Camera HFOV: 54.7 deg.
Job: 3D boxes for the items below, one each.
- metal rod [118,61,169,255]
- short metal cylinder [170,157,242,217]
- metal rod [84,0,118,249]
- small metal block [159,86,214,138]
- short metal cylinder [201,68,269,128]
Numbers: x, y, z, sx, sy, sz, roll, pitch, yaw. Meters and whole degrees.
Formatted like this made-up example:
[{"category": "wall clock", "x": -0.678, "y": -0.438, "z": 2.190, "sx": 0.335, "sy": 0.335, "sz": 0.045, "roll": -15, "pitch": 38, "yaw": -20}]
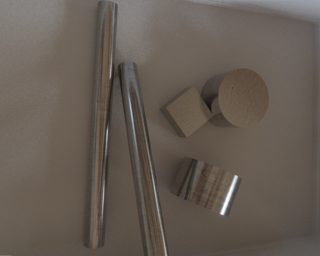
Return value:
[{"category": "metal rod", "x": -0.017, "y": 0.057, "z": 0.339, "sx": 0.025, "sy": 0.025, "sz": 0.299, "roll": -2, "pitch": 65, "yaw": -20}, {"category": "short metal cylinder", "x": 0.060, "y": 0.076, "z": 0.405, "sx": 0.080, "sy": 0.080, "sz": 0.050, "roll": 25, "pitch": 82, "yaw": -19}, {"category": "metal rod", "x": -0.073, "y": -0.005, "z": 0.384, "sx": 0.025, "sy": 0.025, "sz": 0.298, "roll": 3, "pitch": 89, "yaw": -20}, {"category": "small metal block", "x": 0.036, "y": -0.022, "z": 0.425, "sx": 0.050, "sy": 0.025, "sz": 0.050, "roll": -39, "pitch": 103, "yaw": -16}, {"category": "short metal cylinder", "x": 0.104, "y": -0.040, "z": 0.437, "sx": 0.081, "sy": 0.050, "sz": 0.079, "roll": 0, "pitch": 90, "yaw": -21}]
